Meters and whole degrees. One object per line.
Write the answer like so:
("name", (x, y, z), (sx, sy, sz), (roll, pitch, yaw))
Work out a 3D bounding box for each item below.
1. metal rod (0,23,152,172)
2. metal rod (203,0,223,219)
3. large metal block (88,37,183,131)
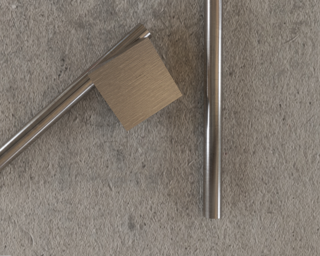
("metal rod", (-0.131, -0.029, 0.408), (0.300, 0.025, 0.025), (-42, 91, -1))
("metal rod", (0.070, -0.032, 0.410), (0.025, 0.025, 0.298), (0, 90, -1))
("large metal block", (-0.032, -0.056, 0.384), (0.080, 0.050, 0.080), (-33, 110, -2))
